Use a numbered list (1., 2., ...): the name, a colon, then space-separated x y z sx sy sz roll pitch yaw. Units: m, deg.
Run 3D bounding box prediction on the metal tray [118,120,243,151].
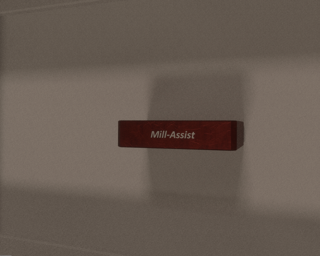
1. metal tray: 0.028 0.007 0.365 0.130 0.090 0.030 1 90 19
